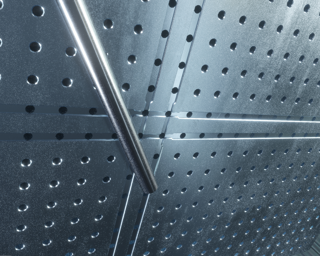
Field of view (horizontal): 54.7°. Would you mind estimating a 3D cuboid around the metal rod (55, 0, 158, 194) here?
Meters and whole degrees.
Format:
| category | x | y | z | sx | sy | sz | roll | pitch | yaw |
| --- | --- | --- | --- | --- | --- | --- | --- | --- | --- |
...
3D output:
| category | x | y | z | sx | sy | sz | roll | pitch | yaw |
| --- | --- | --- | --- | --- | --- | --- | --- | --- | --- |
| metal rod | -0.053 | -0.025 | 0.368 | 0.025 | 0.025 | 0.299 | -28 | 128 | -12 |
